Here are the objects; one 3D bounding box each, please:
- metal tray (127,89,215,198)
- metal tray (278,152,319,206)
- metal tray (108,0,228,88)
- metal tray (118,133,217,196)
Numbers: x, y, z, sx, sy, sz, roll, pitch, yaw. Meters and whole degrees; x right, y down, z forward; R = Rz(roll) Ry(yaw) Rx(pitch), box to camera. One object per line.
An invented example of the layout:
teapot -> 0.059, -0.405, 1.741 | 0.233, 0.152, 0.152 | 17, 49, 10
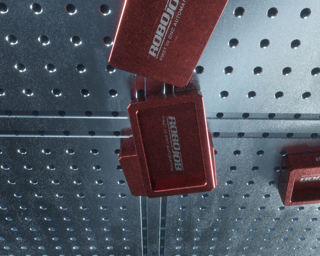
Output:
metal tray -> 0.016, 0.022, 0.395 | 0.090, 0.030, 0.129 | -8, 107, 6
metal tray -> 0.257, 0.077, 0.477 | 0.131, 0.030, 0.089 | -7, 130, 5
metal tray -> 0.008, -0.111, 0.314 | 0.091, 0.030, 0.129 | 15, 129, -13
metal tray -> 0.014, 0.056, 0.456 | 0.131, 0.030, 0.090 | -8, 130, 6
